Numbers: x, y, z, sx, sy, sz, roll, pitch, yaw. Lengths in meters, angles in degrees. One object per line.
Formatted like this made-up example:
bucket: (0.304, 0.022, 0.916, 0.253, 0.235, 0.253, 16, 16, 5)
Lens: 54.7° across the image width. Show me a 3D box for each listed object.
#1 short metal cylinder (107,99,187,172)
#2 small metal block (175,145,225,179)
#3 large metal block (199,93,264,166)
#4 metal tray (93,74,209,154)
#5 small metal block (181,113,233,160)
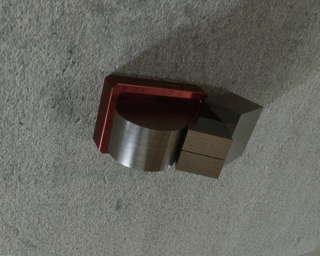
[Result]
short metal cylinder: (-0.015, 0.006, 0.351, 0.081, 0.080, 0.050, 1, 118, -29)
small metal block: (0.045, 0.031, 0.368, 0.050, 0.050, 0.025, 13, 113, -6)
large metal block: (0.090, 0.001, 0.423, 0.081, 0.050, 0.079, -16, 130, -52)
metal tray: (-0.011, -0.014, 0.391, 0.131, 0.030, 0.089, 2, 118, -30)
small metal block: (0.051, 0.009, 0.358, 0.050, 0.050, 0.025, 13, 113, -6)
